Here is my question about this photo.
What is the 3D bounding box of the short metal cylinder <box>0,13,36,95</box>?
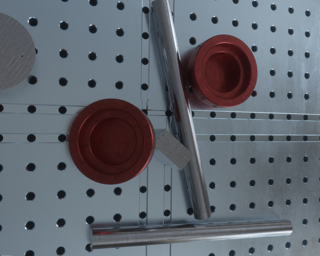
[{"bbox_3d":[-0.177,-0.078,0.334,0.081,0.050,0.080,0,90,-20],"label":"short metal cylinder"}]

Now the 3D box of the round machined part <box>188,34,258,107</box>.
[{"bbox_3d":[0.083,-0.077,0.434,0.099,0.042,0.097,0,90,-20],"label":"round machined part"}]

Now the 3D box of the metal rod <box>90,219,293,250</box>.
[{"bbox_3d":[0.057,0.146,0.433,0.302,0.025,0.025,4,89,-20],"label":"metal rod"}]

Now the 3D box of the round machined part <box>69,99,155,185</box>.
[{"bbox_3d":[-0.053,0.016,0.370,0.098,0.042,0.097,0,87,7],"label":"round machined part"}]

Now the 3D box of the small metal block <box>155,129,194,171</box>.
[{"bbox_3d":[0.008,0.027,0.402,0.050,0.050,0.025,43,75,-15],"label":"small metal block"}]

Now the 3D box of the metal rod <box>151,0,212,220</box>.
[{"bbox_3d":[0.030,-0.022,0.423,0.025,0.025,0.298,-13,95,-20],"label":"metal rod"}]
